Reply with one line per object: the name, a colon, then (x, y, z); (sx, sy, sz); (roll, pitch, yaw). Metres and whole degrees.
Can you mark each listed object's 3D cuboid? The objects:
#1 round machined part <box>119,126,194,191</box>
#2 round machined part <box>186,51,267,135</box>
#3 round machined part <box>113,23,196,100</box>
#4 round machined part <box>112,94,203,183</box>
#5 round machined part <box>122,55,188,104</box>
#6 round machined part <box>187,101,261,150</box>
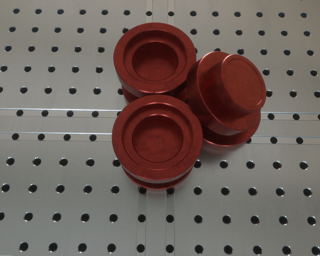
round machined part: (-0.003, 0.029, 0.393); (0.099, 0.042, 0.098); (0, 70, 0)
round machined part: (0.081, -0.044, 0.352); (0.099, 0.042, 0.098); (12, 66, -30)
round machined part: (-0.006, -0.078, 0.386); (0.099, 0.042, 0.098); (0, 70, 0)
round machined part: (-0.003, 0.014, 0.352); (0.099, 0.042, 0.098); (0, 70, 0)
round machined part: (-0.004, -0.064, 0.427); (0.099, 0.042, 0.098); (0, 70, 0)
round machined part: (0.085, -0.023, 0.412); (0.099, 0.042, 0.098); (0, 70, 0)
